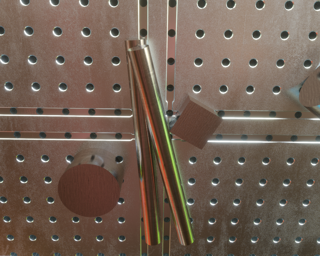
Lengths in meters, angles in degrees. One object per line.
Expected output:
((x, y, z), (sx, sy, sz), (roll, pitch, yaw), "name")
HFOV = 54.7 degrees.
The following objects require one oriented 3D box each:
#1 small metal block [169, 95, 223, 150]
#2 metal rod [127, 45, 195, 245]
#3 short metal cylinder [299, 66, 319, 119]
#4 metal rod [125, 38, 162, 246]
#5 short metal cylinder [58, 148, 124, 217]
((0.047, -0.007, 0.411), (0.050, 0.025, 0.050), (29, 107, -11), "small metal block")
((0.008, 0.040, 0.413), (0.025, 0.025, 0.298), (-12, 115, 4), "metal rod")
((0.217, -0.043, 0.370), (0.050, 0.080, 0.080), (36, 106, -12), "short metal cylinder")
((-0.020, 0.033, 0.425), (0.025, 0.025, 0.298), (-4, 110, 1), "metal rod")
((-0.092, 0.074, 0.426), (0.081, 0.050, 0.079), (0, 110, -1), "short metal cylinder")
